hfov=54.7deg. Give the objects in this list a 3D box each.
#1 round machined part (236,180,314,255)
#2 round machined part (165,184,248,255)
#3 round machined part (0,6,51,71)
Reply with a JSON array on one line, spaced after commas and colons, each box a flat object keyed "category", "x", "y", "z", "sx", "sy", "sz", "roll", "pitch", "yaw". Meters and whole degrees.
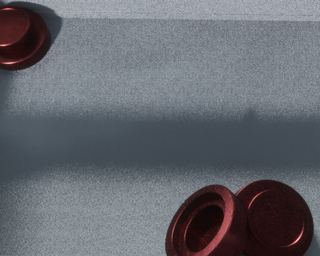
[{"category": "round machined part", "x": 0.130, "y": 0.109, "z": 0.362, "sx": 0.099, "sy": 0.042, "sz": 0.098, "roll": 0, "pitch": 70, "yaw": 0}, {"category": "round machined part", "x": 0.055, "y": 0.114, "z": 0.337, "sx": 0.042, "sy": 0.098, "sz": 0.098, "roll": 42, "pitch": 73, "yaw": -18}, {"category": "round machined part", "x": -0.214, "y": -0.136, "z": 0.449, "sx": 0.099, "sy": 0.042, "sz": 0.098, "roll": 0, "pitch": 70, "yaw": 0}]
